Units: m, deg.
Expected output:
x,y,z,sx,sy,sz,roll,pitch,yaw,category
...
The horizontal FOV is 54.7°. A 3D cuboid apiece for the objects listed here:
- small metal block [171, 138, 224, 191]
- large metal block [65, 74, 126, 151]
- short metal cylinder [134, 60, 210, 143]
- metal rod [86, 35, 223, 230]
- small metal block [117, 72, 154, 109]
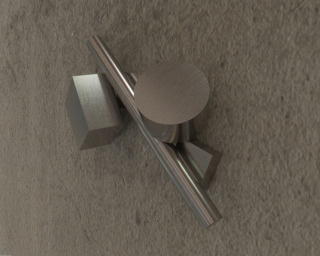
x,y,z,sx,sy,sz,roll,pitch,yaw,category
0.041,0.042,0.372,0.050,0.025,0.050,31,109,35,small metal block
-0.097,-0.022,0.446,0.080,0.050,0.080,-45,61,57,large metal block
0.015,-0.029,0.350,0.080,0.050,0.080,-2,65,6,short metal cylinder
-0.020,-0.012,0.388,0.025,0.025,0.299,-48,62,29,metal rod
-0.033,-0.050,0.432,0.050,0.025,0.050,16,100,38,small metal block
